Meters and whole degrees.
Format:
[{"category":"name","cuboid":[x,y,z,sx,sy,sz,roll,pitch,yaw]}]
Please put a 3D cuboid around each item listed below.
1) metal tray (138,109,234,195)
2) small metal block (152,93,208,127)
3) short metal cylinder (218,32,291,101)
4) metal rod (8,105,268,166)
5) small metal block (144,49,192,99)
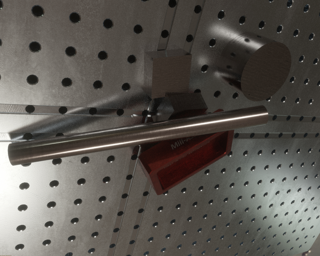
[{"category":"metal tray","cuboid":[0.040,0.036,0.434,0.131,0.030,0.090,-29,150,-10]},{"category":"small metal block","cuboid":[0.025,-0.020,0.398,0.050,0.025,0.050,-6,151,-30]},{"category":"short metal cylinder","cuboid":[0.126,-0.082,0.415,0.081,0.050,0.079,-14,124,-21]},{"category":"metal rod","cuboid":[-0.016,0.006,0.367,0.302,0.025,0.025,-9,123,-10]},{"category":"small metal block","cuboid":[0.009,-0.066,0.376,0.050,0.025,0.050,-11,123,-23]}]
